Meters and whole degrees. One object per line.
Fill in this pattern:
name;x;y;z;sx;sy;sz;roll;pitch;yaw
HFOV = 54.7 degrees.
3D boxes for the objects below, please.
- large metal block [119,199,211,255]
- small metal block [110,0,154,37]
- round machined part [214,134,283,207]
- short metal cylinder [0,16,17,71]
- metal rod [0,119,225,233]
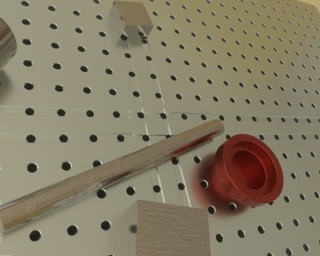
large metal block;0.004;0.125;0.319;0.081;0.050;0.080;14;56;-21
small metal block;-0.045;-0.173;0.491;0.050;0.025;0.050;-11;67;-33
round machined part;0.116;0.060;0.425;0.099;0.042;0.098;14;56;-21
short metal cylinder;-0.199;-0.086;0.318;0.080;0.080;0.050;27;52;-12
metal rod;-0.030;0.041;0.368;0.302;0.025;0.025;-20;73;-36
